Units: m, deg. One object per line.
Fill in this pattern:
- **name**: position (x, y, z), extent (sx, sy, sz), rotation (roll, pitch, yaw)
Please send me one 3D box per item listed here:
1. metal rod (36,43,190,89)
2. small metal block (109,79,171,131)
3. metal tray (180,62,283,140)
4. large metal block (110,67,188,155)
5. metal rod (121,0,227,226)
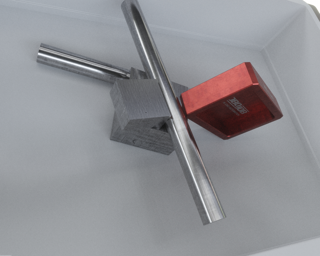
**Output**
- **metal rod**: position (-0.012, -0.060, 0.436), extent (0.302, 0.025, 0.025), rotation (14, 56, -21)
- **small metal block**: position (-0.022, -0.027, 0.345), extent (0.050, 0.025, 0.050), rotation (-7, 65, -32)
- **metal tray**: position (0.096, -0.027, 0.398), extent (0.130, 0.090, 0.030), rotation (25, 46, -54)
- **large metal block**: position (-0.012, -0.020, 0.395), extent (0.081, 0.050, 0.080), rotation (17, 55, -19)
- **metal rod**: position (0.007, -0.036, 0.367), extent (0.025, 0.025, 0.299), rotation (-7, 65, -32)
